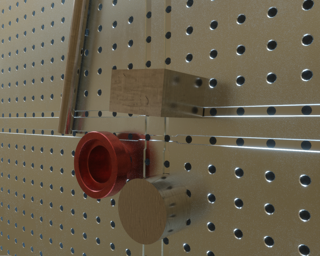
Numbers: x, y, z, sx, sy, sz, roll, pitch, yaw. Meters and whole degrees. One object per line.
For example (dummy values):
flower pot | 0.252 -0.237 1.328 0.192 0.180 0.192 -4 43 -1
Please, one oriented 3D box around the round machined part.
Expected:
round machined part | -0.082 0.054 0.463 0.098 0.042 0.097 0 90 39

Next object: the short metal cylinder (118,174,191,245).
short metal cylinder | -0.008 0.102 0.397 0.080 0.050 0.079 0 90 39

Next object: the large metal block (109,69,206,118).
large metal block | -0.002 -0.040 0.374 0.080 0.081 0.050 8 95 39

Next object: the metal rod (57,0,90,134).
metal rod | -0.142 -0.137 0.523 0.025 0.025 0.298 16 100 38
